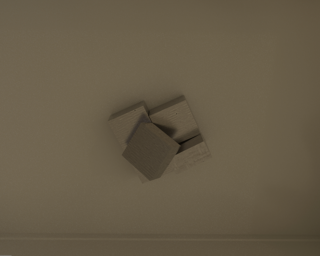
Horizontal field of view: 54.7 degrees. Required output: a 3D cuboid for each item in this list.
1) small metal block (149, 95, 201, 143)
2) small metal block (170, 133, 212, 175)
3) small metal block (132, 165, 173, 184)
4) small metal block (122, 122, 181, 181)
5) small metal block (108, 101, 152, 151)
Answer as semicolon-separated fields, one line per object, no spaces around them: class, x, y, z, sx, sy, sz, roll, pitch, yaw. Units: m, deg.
small metal block;0.020;-0.008;0.407;0.050;0.025;0.050;-24;109;8
small metal block;0.036;0.029;0.407;0.050;0.050;0.025;-27;108;8
small metal block;-0.012;0.041;0.425;0.050;0.025;0.050;-24;109;8
small metal block;-0.011;0.028;0.380;0.050;0.025;0.050;39;108;22
small metal block;-0.033;-0.001;0.409;0.050;0.025;0.050;-24;109;8
